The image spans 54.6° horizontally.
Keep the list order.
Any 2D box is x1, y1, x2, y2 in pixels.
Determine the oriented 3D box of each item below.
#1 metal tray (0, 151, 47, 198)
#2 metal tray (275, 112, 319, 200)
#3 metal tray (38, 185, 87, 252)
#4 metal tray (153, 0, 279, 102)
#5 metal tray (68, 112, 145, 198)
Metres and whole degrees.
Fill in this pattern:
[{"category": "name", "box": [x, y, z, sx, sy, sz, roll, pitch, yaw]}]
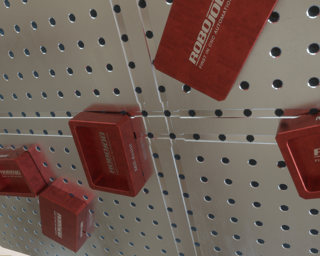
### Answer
[{"category": "metal tray", "box": [-0.299, 0.094, 0.624, 0.130, 0.030, 0.090, -5, 116, 30]}, {"category": "metal tray", "box": [0.199, 0.023, 0.317, 0.130, 0.030, 0.090, -16, 110, 34]}, {"category": "metal tray", "box": [-0.196, 0.185, 0.627, 0.090, 0.030, 0.129, 22, 127, 15]}, {"category": "metal tray", "box": [0.054, -0.102, 0.316, 0.090, 0.030, 0.129, 29, 128, 9]}, {"category": "metal tray", "box": [-0.080, 0.041, 0.475, 0.090, 0.030, 0.129, 4, 121, 26]}]
